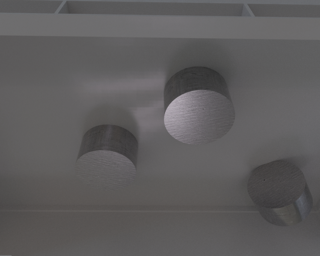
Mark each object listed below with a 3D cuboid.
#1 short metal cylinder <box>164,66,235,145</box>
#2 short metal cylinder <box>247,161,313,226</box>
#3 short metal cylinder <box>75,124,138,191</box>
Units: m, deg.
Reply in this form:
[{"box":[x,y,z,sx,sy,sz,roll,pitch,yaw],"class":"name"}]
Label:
[{"box":[0.045,-0.026,0.371,0.081,0.050,0.079,0,130,0],"class":"short metal cylinder"},{"box":[0.176,0.096,0.456,0.080,0.080,0.050,-22,127,18],"class":"short metal cylinder"},{"box":[-0.072,0.042,0.427,0.081,0.050,0.079,0,130,0],"class":"short metal cylinder"}]
